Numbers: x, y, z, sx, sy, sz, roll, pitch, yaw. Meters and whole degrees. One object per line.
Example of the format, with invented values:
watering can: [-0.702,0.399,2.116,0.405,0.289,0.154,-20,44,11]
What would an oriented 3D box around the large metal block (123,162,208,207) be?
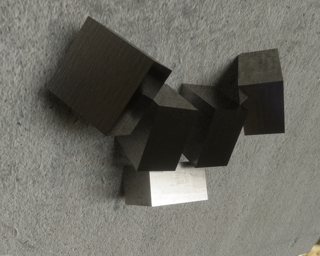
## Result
large metal block: [0.005,0.074,0.415,0.081,0.080,0.050,1,79,-29]

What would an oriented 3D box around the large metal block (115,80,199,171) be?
large metal block: [-0.009,-0.005,0.367,0.050,0.080,0.079,5,116,-31]

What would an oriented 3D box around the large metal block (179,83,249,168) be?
large metal block: [0.058,-0.005,0.403,0.050,0.080,0.079,1,118,-29]

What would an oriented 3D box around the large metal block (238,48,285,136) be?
large metal block: [0.134,-0.048,0.411,0.050,0.080,0.080,-5,129,18]

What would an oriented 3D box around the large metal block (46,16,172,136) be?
large metal block: [-0.049,-0.048,0.306,0.080,0.080,0.050,-56,164,11]
